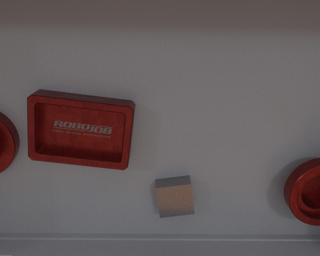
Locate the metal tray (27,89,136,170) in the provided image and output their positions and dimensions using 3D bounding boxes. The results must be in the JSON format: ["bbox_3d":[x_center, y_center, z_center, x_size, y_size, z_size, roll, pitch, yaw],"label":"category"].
[{"bbox_3d":[-0.102,0.003,0.408,0.131,0.030,0.089,7,110,-3],"label":"metal tray"}]

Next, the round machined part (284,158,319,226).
[{"bbox_3d":[0.223,0.085,0.437,0.099,0.042,0.097,0,110,-1],"label":"round machined part"}]

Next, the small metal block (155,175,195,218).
[{"bbox_3d":[0.022,0.099,0.448,0.050,0.025,0.050,-7,110,2],"label":"small metal block"}]

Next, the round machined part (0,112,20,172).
[{"bbox_3d":[-0.240,0.023,0.401,0.099,0.042,0.097,-3,111,-8],"label":"round machined part"}]
